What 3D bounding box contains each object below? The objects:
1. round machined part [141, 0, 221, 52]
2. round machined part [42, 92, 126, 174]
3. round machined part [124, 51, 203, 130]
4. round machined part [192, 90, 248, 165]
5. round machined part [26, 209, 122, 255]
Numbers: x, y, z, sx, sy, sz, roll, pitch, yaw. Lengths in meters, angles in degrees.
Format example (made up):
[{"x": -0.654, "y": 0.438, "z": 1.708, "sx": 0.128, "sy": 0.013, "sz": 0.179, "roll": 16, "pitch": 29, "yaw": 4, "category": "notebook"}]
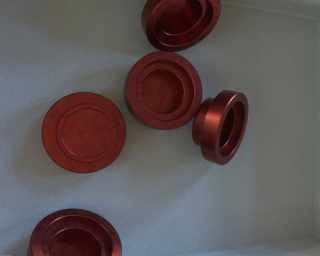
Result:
[{"x": 0.023, "y": -0.146, "z": 0.389, "sx": 0.099, "sy": 0.097, "sz": 0.042, "roll": -12, "pitch": 61, "yaw": -20, "category": "round machined part"}, {"x": -0.088, "y": 0.006, "z": 0.369, "sx": 0.099, "sy": 0.042, "sz": 0.097, "roll": 0, "pitch": 90, "yaw": -20, "category": "round machined part"}, {"x": 0.002, "y": -0.046, "z": 0.400, "sx": 0.099, "sy": 0.042, "sz": 0.097, "roll": 0, "pitch": 88, "yaw": -18, "category": "round machined part"}, {"x": 0.078, "y": -0.003, "z": 0.413, "sx": 0.099, "sy": 0.042, "sz": 0.097, "roll": -30, "pitch": 129, "yaw": -46, "category": "round machined part"}, {"x": -0.096, "y": 0.141, "z": 0.345, "sx": 0.099, "sy": 0.098, "sz": 0.042, "roll": 14, "pitch": 118, "yaw": -20, "category": "round machined part"}]
